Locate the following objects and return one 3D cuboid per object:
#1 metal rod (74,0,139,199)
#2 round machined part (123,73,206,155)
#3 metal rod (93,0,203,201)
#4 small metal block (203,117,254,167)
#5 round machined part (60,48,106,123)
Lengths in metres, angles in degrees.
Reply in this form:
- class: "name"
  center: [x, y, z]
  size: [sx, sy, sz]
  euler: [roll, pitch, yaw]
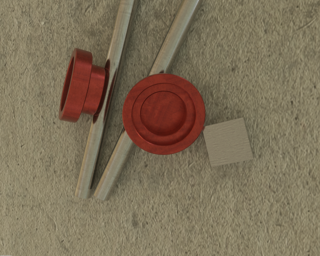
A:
- class: "metal rod"
  center: [-0.075, -0.047, 0.435]
  size: [0.025, 0.025, 0.298]
  euler: [16, 95, 19]
- class: "round machined part"
  center: [0.004, -0.019, 0.385]
  size: [0.099, 0.042, 0.097]
  euler: [-1, 102, -4]
- class: "metal rod"
  center: [-0.019, -0.037, 0.415]
  size: [0.025, 0.025, 0.298]
  euler: [28, 99, 17]
- class: "small metal block"
  center: [0.084, 0.017, 0.379]
  size: [0.050, 0.025, 0.050]
  euler: [-14, 85, 19]
- class: "round machined part"
  center: [-0.104, -0.054, 0.418]
  size: [0.042, 0.098, 0.097]
  euler: [12, 96, -23]
